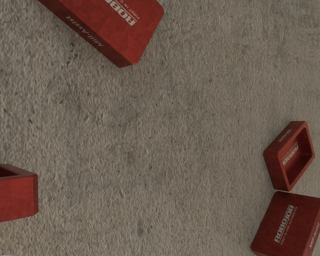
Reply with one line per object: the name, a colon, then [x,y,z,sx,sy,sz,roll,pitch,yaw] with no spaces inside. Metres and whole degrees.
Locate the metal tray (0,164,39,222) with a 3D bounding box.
metal tray: [-0.168,0.051,0.221,0.131,0.090,0.030,-2,92,-40]

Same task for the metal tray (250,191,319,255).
metal tray: [0.232,0.180,0.556,0.030,0.090,0.130,52,60,-28]

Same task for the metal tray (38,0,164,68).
metal tray: [-0.063,-0.142,0.348,0.130,0.030,0.090,38,67,-34]

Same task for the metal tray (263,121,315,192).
metal tray: [0.262,0.054,0.620,0.131,0.030,0.090,-36,112,-34]
